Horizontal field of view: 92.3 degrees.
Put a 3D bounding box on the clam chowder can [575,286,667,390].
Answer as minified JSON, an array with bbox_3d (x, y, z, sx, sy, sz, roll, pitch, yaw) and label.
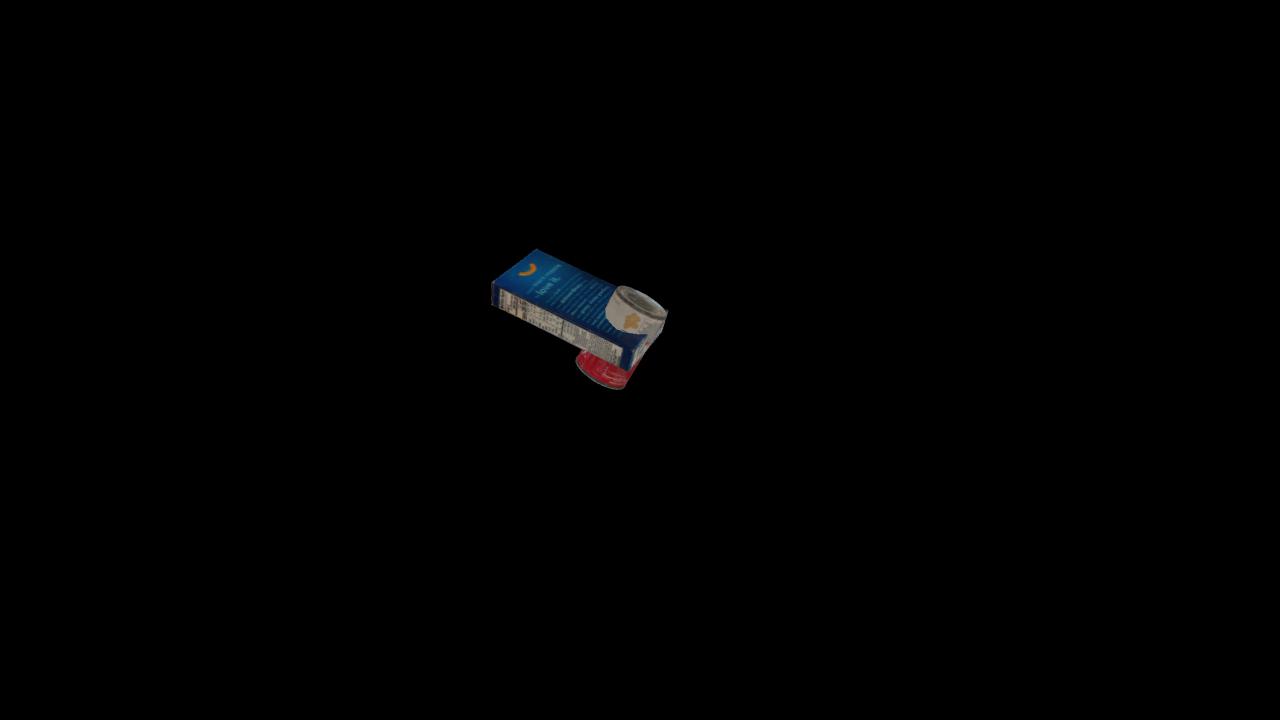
[{"bbox_3d":[-0.021,-0.026,0.708,0.068,0.102,0.068,28,20,-11],"label":"clam chowder can"}]

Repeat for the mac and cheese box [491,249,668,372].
[{"bbox_3d":[-0.070,-0.061,0.716,0.184,0.041,0.093,26,45,12],"label":"mac and cheese box"}]
